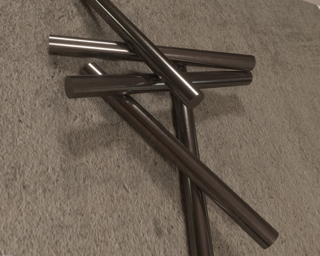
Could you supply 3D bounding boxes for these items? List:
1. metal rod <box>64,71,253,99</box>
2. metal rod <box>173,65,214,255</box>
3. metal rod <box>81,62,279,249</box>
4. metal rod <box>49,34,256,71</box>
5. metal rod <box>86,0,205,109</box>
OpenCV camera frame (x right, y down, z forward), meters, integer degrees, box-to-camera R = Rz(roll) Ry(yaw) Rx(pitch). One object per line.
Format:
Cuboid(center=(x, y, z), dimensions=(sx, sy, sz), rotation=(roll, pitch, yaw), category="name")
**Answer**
Cuboid(center=(0.023, -0.063, 0.420), dimensions=(0.303, 0.025, 0.025), rotation=(-9, 67, -37), category="metal rod")
Cuboid(center=(0.038, 0.024, 0.411), dimensions=(0.025, 0.025, 0.299), rotation=(10, 57, -24), category="metal rod")
Cuboid(center=(0.015, 0.025, 0.373), dimensions=(0.300, 0.025, 0.025), rotation=(43, 50, 11), category="metal rod")
Cuboid(center=(0.002, -0.105, 0.444), dimensions=(0.303, 0.025, 0.025), rotation=(1, 61, -19), category="metal rod")
Cuboid(center=(-0.047, -0.134, 0.416), dimensions=(0.025, 0.025, 0.300), rotation=(-21, 59, -36), category="metal rod")
